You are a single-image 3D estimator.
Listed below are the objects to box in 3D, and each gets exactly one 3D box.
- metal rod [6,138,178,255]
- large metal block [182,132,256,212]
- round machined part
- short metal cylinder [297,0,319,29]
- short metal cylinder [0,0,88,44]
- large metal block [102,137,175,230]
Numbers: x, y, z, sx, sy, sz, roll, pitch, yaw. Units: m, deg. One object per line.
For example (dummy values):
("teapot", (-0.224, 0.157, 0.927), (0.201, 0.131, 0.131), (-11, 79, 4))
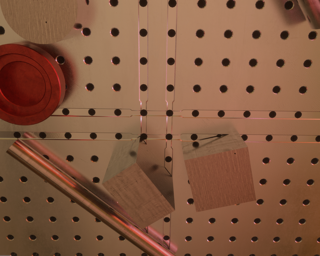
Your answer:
("metal rod", (-0.090, 0.119, 0.456), (0.300, 0.025, 0.025), (41, 105, -14))
("large metal block", (0.079, 0.059, 0.423), (0.080, 0.050, 0.080), (-13, 110, 4))
("round machined part", (-0.166, -0.056, 0.382), (0.099, 0.042, 0.097), (0, 110, 0))
("short metal cylinder", (0.190, -0.150, 0.330), (0.080, 0.080, 0.050), (-33, 107, 11))
("short metal cylinder", (-0.127, -0.138, 0.348), (0.081, 0.050, 0.079), (0, 110, 0))
("large metal block", (-0.025, 0.070, 0.409), (0.050, 0.080, 0.080), (-33, 107, 11))
